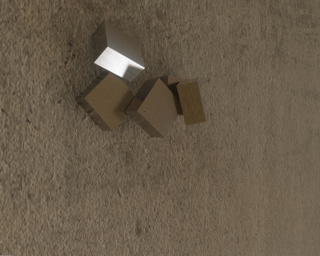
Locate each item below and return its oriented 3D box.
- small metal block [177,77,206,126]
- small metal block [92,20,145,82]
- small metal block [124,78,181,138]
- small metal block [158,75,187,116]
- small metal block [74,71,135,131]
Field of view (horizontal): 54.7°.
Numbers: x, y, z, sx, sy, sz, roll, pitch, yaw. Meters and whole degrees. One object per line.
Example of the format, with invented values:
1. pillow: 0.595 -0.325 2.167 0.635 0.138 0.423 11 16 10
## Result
1. small metal block: 0.041 -0.035 0.394 0.050 0.025 0.050 -60 137 -73
2. small metal block: -0.048 -0.087 0.352 0.050 0.025 0.050 24 38 -38
3. small metal block: -0.006 -0.023 0.369 0.050 0.025 0.050 45 63 -31
4. small metal block: 0.021 -0.042 0.426 0.050 0.025 0.050 2 89 -40
5. small metal block: -0.060 -0.031 0.357 0.050 0.025 0.050 -52 121 -27
